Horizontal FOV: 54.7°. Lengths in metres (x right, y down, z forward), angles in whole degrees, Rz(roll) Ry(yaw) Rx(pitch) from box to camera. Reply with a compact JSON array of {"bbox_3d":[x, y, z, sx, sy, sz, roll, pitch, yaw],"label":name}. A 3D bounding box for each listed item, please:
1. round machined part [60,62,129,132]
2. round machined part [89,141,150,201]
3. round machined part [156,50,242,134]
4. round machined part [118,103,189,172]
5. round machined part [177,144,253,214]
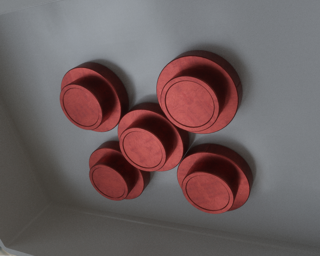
[{"bbox_3d":[-0.096,-0.036,0.422,0.098,0.042,0.097,13,124,20],"label":"round machined part"},{"bbox_3d":[-0.068,0.072,0.475,0.098,0.042,0.097,13,124,20],"label":"round machined part"},{"bbox_3d":[0.040,-0.035,0.352,0.098,0.042,0.097,13,124,20],"label":"round machined part"},{"bbox_3d":[-0.014,0.019,0.413,0.098,0.042,0.097,13,124,20],"label":"round machined part"},{"bbox_3d":[0.067,0.072,0.404,0.098,0.042,0.097,13,124,20],"label":"round machined part"}]
